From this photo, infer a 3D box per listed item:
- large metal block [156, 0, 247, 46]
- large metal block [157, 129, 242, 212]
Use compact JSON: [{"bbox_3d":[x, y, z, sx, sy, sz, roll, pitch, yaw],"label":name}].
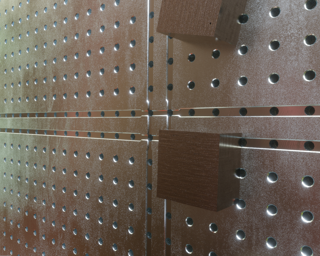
[{"bbox_3d":[0.049,-0.142,0.353,0.080,0.050,0.080,19,102,38],"label":"large metal block"},{"bbox_3d":[0.044,0.043,0.357,0.080,0.050,0.080,3,92,40],"label":"large metal block"}]
